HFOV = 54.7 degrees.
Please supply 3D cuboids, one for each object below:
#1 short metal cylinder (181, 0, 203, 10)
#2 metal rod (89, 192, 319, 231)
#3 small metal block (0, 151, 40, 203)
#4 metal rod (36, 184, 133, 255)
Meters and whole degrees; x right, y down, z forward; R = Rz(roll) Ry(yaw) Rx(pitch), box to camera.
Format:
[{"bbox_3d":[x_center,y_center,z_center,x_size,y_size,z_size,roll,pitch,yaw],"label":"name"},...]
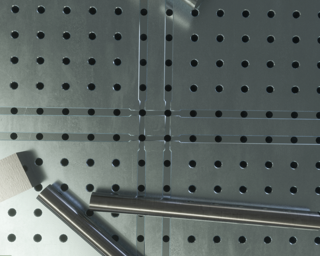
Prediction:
[{"bbox_3d":[0.046,-0.197,0.386,0.050,0.080,0.080,35,90,-2],"label":"short metal cylinder"},{"bbox_3d":[0.059,0.111,0.414,0.302,0.025,0.025,5,90,-1],"label":"metal rod"},{"bbox_3d":[-0.198,0.065,0.411,0.050,0.025,0.050,-25,90,-1],"label":"small metal block"},{"bbox_3d":[-0.042,0.183,0.412,0.300,0.025,0.025,41,90,-1],"label":"metal rod"}]
